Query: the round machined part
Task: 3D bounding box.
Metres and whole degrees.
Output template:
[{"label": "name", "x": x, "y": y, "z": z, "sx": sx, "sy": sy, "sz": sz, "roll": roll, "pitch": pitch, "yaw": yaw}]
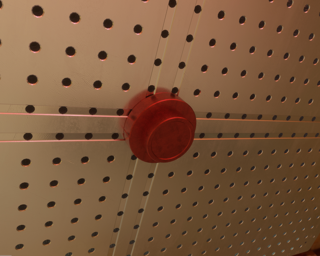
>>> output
[{"label": "round machined part", "x": 0.006, "y": 0.007, "z": 0.409, "sx": 0.099, "sy": 0.042, "sz": 0.097, "roll": -14, "pitch": 125, "yaw": -21}]
